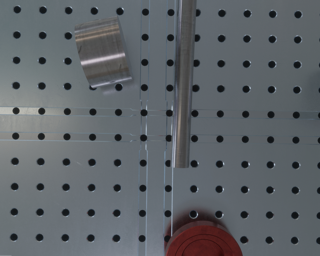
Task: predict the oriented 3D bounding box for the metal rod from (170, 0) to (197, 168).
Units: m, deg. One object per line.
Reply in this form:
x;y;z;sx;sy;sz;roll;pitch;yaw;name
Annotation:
0.033;-0.097;0.413;0.025;0.025;0.298;3;90;0;metal rod

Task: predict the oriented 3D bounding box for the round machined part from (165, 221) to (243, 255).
0.055;0.170;0.406;0.099;0.042;0.097;0;90;0;round machined part

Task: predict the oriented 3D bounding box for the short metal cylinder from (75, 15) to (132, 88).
-0.068;-0.094;0.385;0.050;0.080;0.080;-13;90;0;short metal cylinder
